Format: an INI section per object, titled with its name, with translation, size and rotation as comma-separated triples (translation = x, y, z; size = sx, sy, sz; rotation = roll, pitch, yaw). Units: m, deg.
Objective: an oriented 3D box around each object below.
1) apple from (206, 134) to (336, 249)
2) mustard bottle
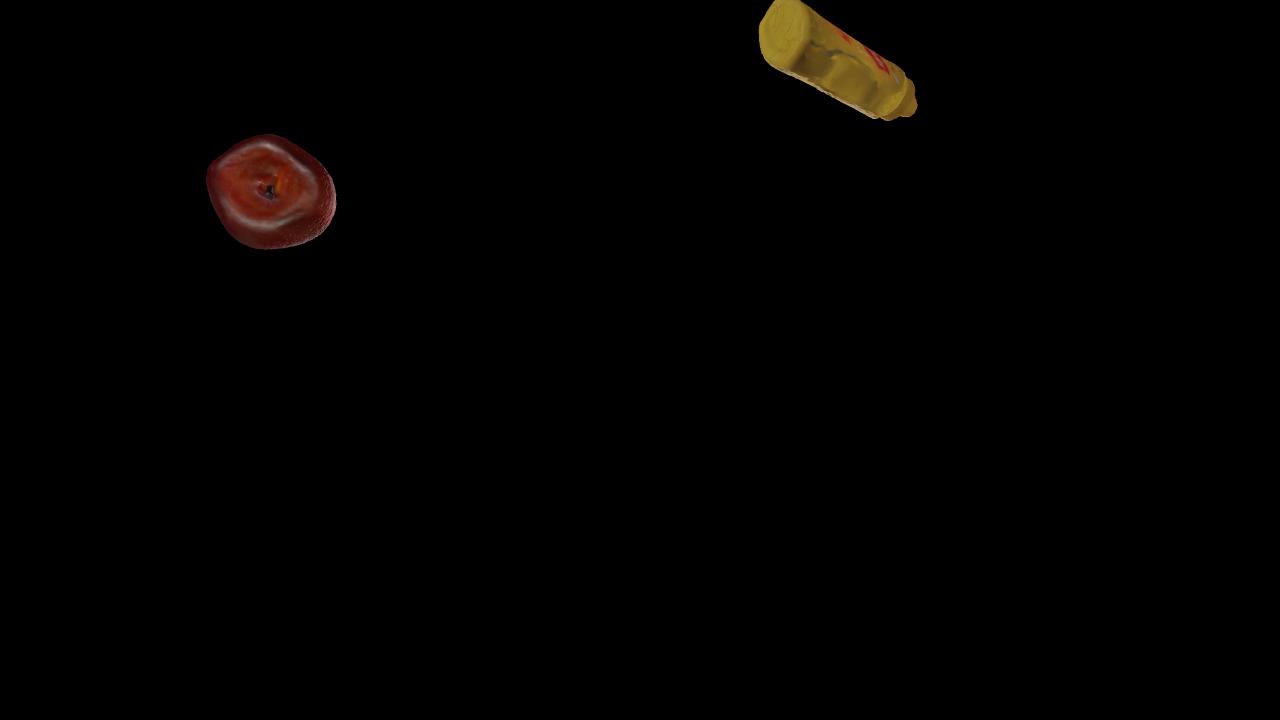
[apple]
translation = -0.258, -0.115, 0.434
size = 0.079, 0.079, 0.093
rotation = 0, 8, -24
[mustard bottle]
translation = 0.202, -0.275, 0.590
size = 0.184, 0.092, 0.054
rotation = 12, -50, -29
